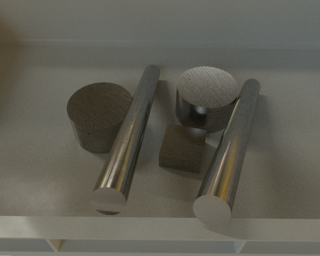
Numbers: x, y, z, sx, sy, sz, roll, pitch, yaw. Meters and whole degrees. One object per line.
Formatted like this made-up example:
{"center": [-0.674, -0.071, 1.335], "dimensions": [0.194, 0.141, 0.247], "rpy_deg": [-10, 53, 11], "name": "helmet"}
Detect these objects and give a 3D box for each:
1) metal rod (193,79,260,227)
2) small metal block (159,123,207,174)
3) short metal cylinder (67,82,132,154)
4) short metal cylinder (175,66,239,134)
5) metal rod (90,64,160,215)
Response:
{"center": [0.085, -0.003, 0.331], "dimensions": [0.025, 0.025, 0.301], "rpy_deg": [17, 28, 14], "name": "metal rod"}
{"center": [0.029, 0.025, 0.385], "dimensions": [0.050, 0.025, 0.050], "rpy_deg": [10, 51, 8], "name": "small metal block"}
{"center": [-0.073, -0.013, 0.399], "dimensions": [0.081, 0.050, 0.080], "rpy_deg": [0, 50, 0], "name": "short metal cylinder"}
{"center": [0.062, -0.039, 0.422], "dimensions": [0.081, 0.050, 0.080], "rpy_deg": [0, 50, 0], "name": "short metal cylinder"}
{"center": [-0.024, -0.018, 0.347], "dimensions": [0.025, 0.025, 0.301], "rpy_deg": [4, 27, 3], "name": "metal rod"}
